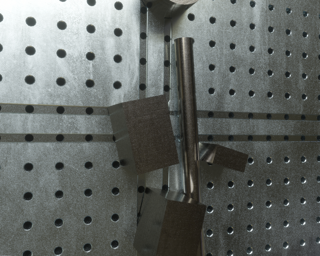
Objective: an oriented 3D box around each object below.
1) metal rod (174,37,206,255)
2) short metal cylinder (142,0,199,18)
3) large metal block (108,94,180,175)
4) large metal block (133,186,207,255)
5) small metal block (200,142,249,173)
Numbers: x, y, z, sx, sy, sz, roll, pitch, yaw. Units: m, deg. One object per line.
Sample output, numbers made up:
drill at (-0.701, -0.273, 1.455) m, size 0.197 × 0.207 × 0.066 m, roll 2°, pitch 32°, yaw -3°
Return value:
metal rod at (0.042, 0.027, 0.429) m, size 0.025 × 0.025 × 0.298 m, roll -4°, pitch 92°, yaw -20°
short metal cylinder at (0.017, -0.193, 0.406) m, size 0.081 × 0.050 × 0.079 m, roll 0°, pitch 90°, yaw -20°
large metal block at (-0.023, 0.006, 0.376) m, size 0.050 × 0.080 × 0.080 m, roll -13°, pitch 95°, yaw -20°
large metal block at (0.009, 0.124, 0.388) m, size 0.050 × 0.080 × 0.080 m, roll 14°, pitch 85°, yaw -20°
small metal block at (0.085, 0.040, 0.432) m, size 0.050 × 0.050 × 0.025 m, roll 19°, pitch 84°, yaw -20°
